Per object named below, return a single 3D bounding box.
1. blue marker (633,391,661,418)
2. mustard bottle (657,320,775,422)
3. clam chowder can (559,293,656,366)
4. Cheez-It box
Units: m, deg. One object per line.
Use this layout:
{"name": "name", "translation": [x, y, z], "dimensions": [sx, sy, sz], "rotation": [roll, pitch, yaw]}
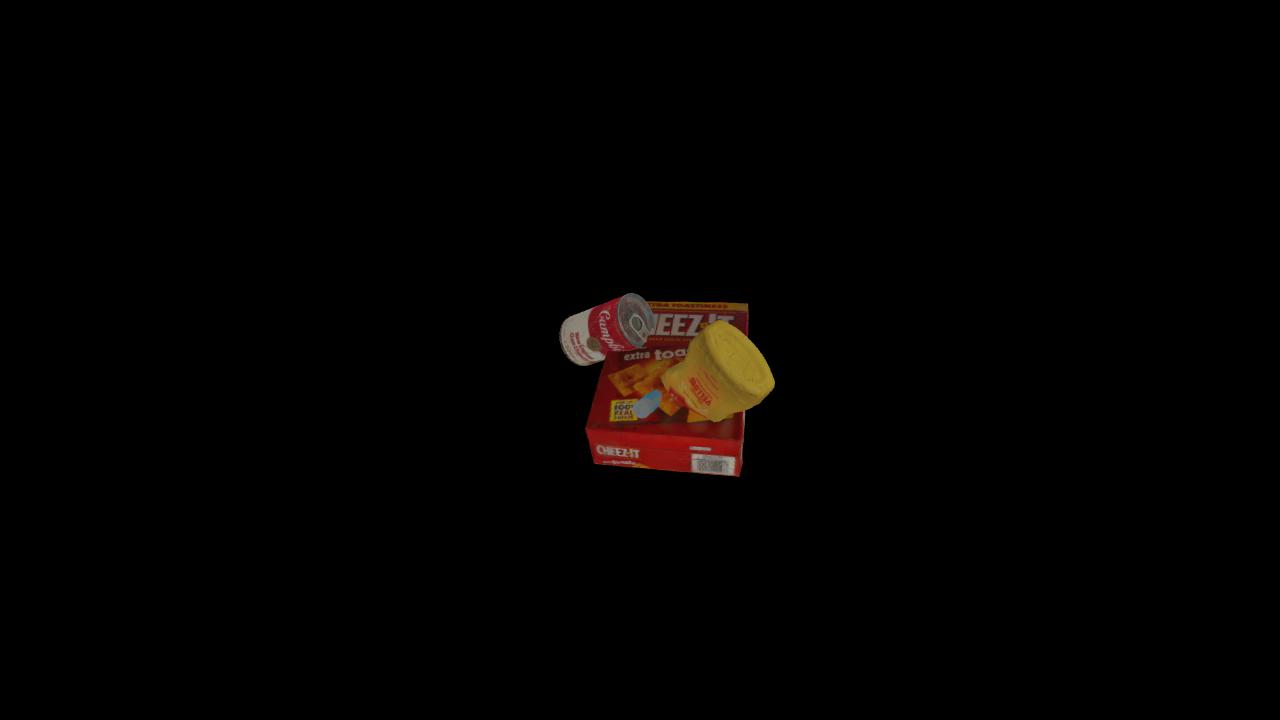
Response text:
{"name": "blue marker", "translation": [0.023, 0.039, 0.680], "dimensions": [0.020, 0.020, 0.121], "rotation": [0, 11, 22]}
{"name": "mustard bottle", "translation": [0.064, 0.040, 0.663], "dimensions": [0.054, 0.092, 0.184], "rotation": [-38, -9, -36]}
{"name": "clam chowder can", "translation": [-0.041, -0.035, 0.749], "dimensions": [0.102, 0.068, 0.068], "rotation": [-16, -10, 38]}
{"name": "Cheez-It box", "translation": [0.042, 0.023, 0.724], "dimensions": [0.166, 0.071, 0.223], "rotation": [3, 45, 10]}
